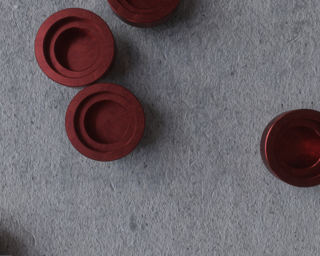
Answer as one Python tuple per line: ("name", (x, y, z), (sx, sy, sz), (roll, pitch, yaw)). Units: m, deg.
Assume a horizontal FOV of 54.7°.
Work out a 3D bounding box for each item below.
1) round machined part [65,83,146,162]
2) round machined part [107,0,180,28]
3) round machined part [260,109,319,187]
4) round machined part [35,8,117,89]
("round machined part", (-0.068, -0.007, 0.401), (0.099, 0.042, 0.097), (0, 90, 0))
("round machined part", (-0.020, -0.178, 0.401), (0.099, 0.042, 0.097), (0, 90, 0))
("round machined part", (0.179, 0.025, 0.403), (0.099, 0.042, 0.097), (0, 90, 0))
("round machined part", (-0.105, -0.099, 0.400), (0.099, 0.042, 0.097), (0, 90, 0))
